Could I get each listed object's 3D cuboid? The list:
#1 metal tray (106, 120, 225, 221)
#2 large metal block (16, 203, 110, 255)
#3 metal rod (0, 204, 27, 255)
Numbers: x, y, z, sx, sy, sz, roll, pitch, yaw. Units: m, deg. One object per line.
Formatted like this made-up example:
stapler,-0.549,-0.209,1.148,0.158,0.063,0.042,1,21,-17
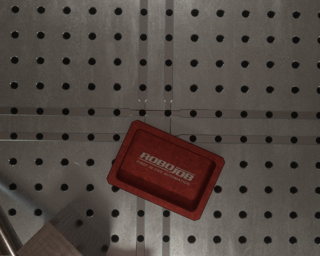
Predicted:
metal tray,0.008,0.054,0.410,0.131,0.030,0.090,24,90,-1
large metal block,-0.114,0.149,0.385,0.050,0.080,0.080,-45,91,0
metal rod,-0.167,0.151,0.358,0.025,0.025,0.300,-42,69,0
